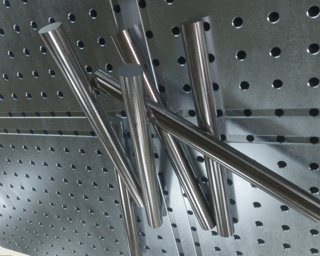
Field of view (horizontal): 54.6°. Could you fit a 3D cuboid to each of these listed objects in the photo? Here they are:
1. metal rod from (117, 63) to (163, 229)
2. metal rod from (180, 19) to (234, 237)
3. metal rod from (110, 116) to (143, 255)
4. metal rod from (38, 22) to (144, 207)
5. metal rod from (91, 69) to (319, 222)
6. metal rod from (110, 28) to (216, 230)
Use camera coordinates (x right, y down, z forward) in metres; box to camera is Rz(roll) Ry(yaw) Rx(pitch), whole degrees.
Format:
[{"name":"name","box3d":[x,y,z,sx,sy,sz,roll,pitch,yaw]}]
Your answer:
[{"name":"metal rod","box3d":[-0.018,0.049,0.408,0.025,0.025,0.299,15,138,20]},{"name":"metal rod","box3d":[0.065,0.020,0.389,0.025,0.025,0.298,1,119,28]},{"name":"metal rod","box3d":[-0.056,0.118,0.514,0.025,0.025,0.298,9,123,23]},{"name":"metal rod","box3d":[-0.070,0.007,0.409,0.025,0.025,0.299,2,133,27]},{"name":"metal rod","box3d":[0.049,0.016,0.361,0.301,0.025,0.025,31,129,8]},{"name":"metal rod","box3d":[0.013,0.015,0.414,0.025,0.025,0.299,-12,112,33]}]
